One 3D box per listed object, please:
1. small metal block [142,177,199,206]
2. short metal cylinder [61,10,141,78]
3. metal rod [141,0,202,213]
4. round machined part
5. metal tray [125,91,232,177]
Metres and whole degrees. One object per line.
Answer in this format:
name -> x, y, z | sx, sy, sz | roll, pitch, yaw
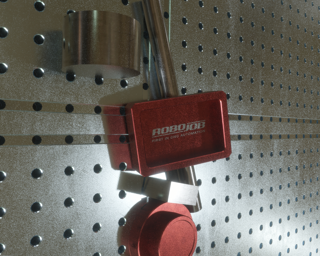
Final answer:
small metal block -> 0.014, 0.083, 0.407 | 0.050, 0.050, 0.025 | 18, 79, -39
short metal cylinder -> -0.060, -0.083, 0.324 | 0.081, 0.080, 0.050 | 1, 90, -40
metal rod -> 0.018, -0.025, 0.426 | 0.025, 0.025, 0.298 | -20, 103, -38
round machined part -> 0.012, 0.146, 0.410 | 0.099, 0.042, 0.097 | 0, 90, -40
metal tray -> 0.026, 0.004, 0.401 | 0.131, 0.030, 0.089 | -10, 99, -21
